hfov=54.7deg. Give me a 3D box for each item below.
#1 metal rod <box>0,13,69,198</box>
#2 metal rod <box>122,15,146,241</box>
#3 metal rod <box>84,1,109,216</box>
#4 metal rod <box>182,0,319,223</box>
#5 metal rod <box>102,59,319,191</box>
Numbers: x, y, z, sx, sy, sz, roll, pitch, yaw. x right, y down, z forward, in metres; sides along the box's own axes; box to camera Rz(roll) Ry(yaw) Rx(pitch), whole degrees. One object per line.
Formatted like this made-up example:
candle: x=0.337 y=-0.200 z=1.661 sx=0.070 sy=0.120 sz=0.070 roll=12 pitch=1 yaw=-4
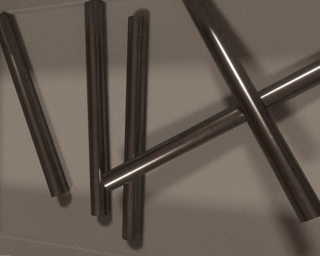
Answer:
metal rod: x=-0.203 y=-0.039 z=0.479 sx=0.025 sy=0.025 sz=0.299 roll=-24 pitch=82 yaw=18
metal rod: x=-0.035 y=0.001 z=0.421 sx=0.025 sy=0.025 sz=0.298 roll=2 pitch=91 yaw=19
metal rod: x=-0.090 y=-0.028 z=0.440 sx=0.025 sy=0.025 sz=0.298 roll=-2 pitch=89 yaw=19
metal rod: x=0.091 y=-0.044 z=0.345 sx=0.025 sy=0.025 sz=0.299 roll=-29 pitch=68 yaw=17
metal rod: x=0.061 y=0.000 z=0.373 sx=0.300 sy=0.025 sz=0.025 roll=-28 pitch=81 yaw=11
